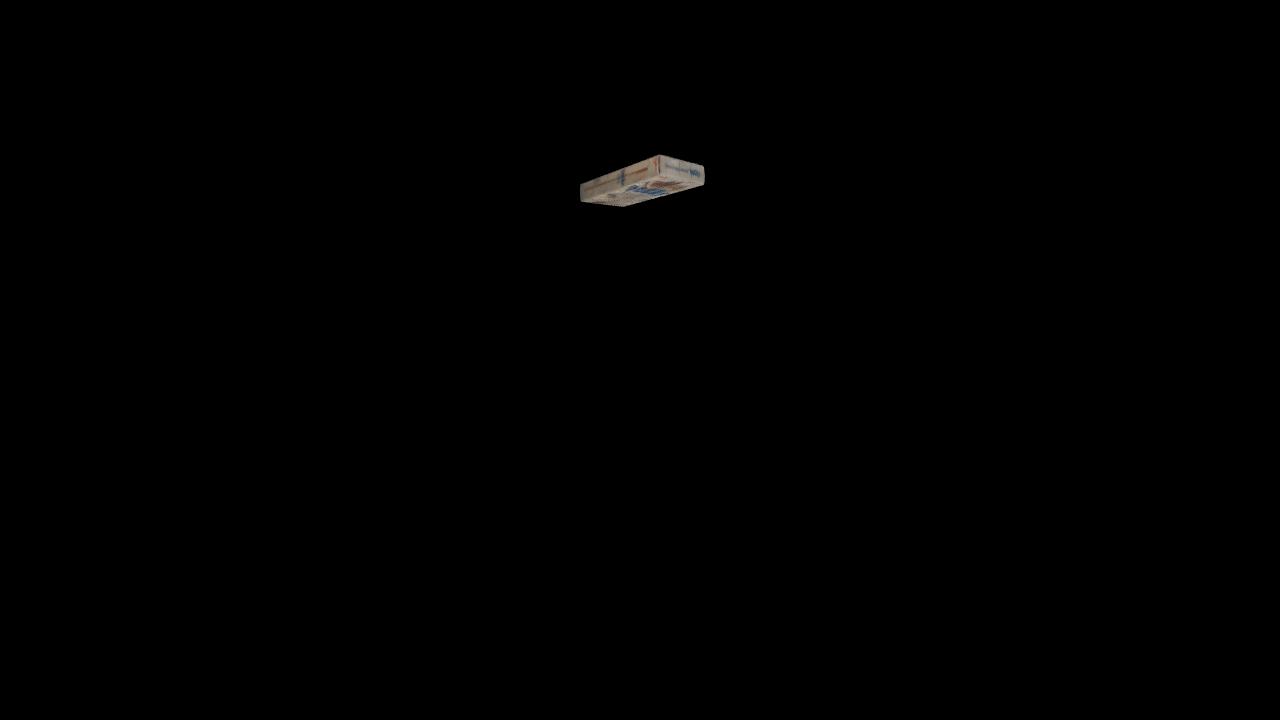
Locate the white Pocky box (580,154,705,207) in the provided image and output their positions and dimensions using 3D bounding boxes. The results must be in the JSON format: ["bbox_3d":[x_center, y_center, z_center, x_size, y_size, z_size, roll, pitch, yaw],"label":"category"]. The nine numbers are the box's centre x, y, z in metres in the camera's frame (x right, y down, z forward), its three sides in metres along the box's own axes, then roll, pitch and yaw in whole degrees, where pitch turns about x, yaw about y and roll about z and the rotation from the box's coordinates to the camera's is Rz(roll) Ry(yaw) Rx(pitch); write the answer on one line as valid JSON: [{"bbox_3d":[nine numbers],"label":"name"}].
[{"bbox_3d":[0.000,-0.229,0.799,0.084,0.028,0.154,-5,3,-43],"label":"white Pocky box"}]
